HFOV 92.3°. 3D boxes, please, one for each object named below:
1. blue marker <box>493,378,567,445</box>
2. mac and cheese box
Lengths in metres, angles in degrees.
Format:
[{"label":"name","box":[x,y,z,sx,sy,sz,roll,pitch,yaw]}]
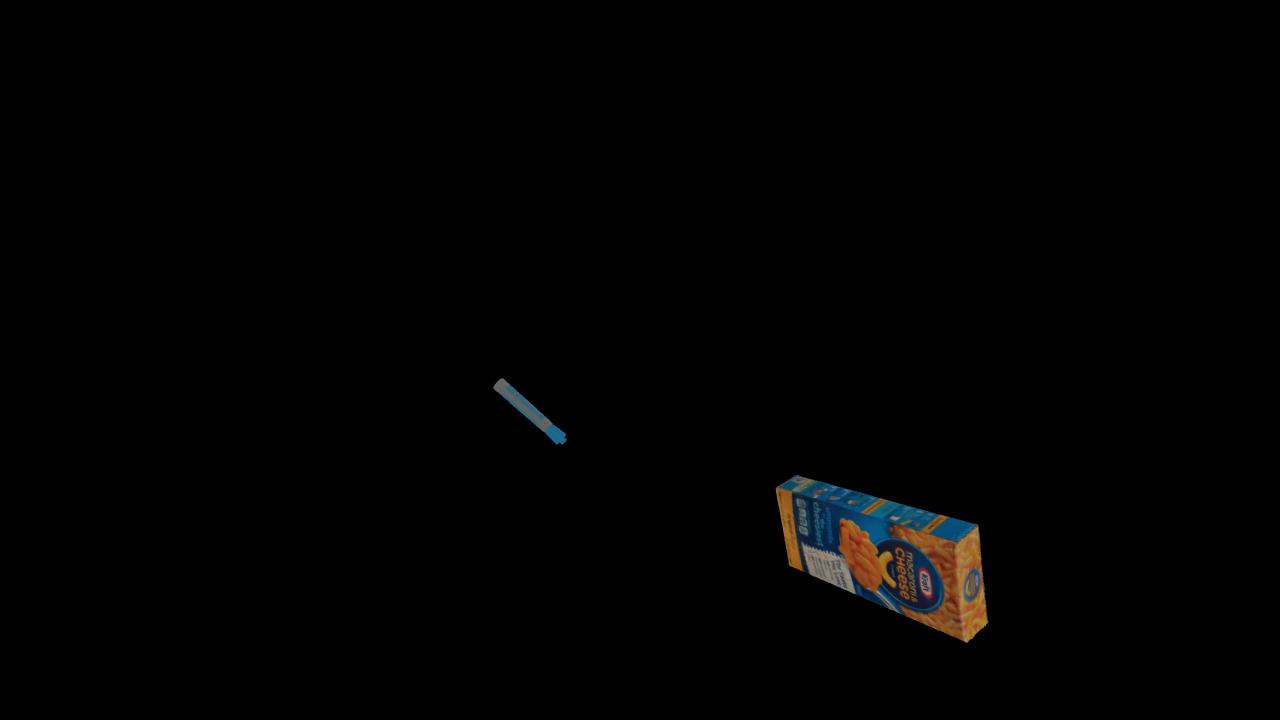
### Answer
[{"label":"blue marker","box":[-0.146,0.070,0.822,0.121,0.020,0.020,41,5,6]},{"label":"mac and cheese box","box":[0.211,0.172,0.562,0.041,0.093,0.184,-18,14,-33]}]
